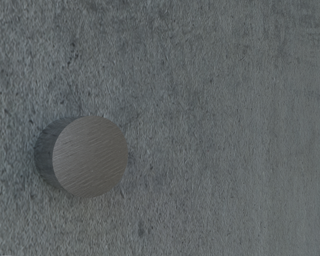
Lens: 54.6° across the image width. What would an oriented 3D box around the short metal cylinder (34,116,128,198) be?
[{"bbox_3d":[-0.081,0.028,0.320,0.081,0.050,0.080,0,90,-40],"label":"short metal cylinder"}]
